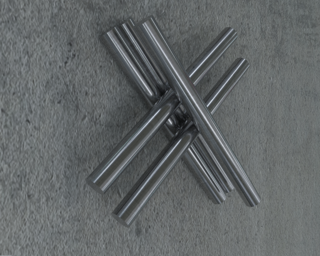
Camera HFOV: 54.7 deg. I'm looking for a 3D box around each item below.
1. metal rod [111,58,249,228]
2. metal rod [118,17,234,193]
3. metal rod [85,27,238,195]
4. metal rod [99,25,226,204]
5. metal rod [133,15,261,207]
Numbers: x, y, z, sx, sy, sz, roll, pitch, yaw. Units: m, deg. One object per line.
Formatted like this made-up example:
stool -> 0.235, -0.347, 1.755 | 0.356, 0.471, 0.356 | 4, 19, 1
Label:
metal rod -> 0.042, 0.001, 0.411 | 0.301, 0.025, 0.025 | -49, 120, -29
metal rod -> 0.032, -0.015, 0.435 | 0.025, 0.025, 0.299 | -50, 120, -29
metal rod -> 0.019, -0.040, 0.391 | 0.301, 0.025, 0.025 | -49, 120, -29
metal rod -> 0.016, -0.001, 0.422 | 0.025, 0.025, 0.299 | -50, 120, -29
metal rod -> 0.060, -0.003, 0.393 | 0.025, 0.025, 0.299 | -51, 120, -28
